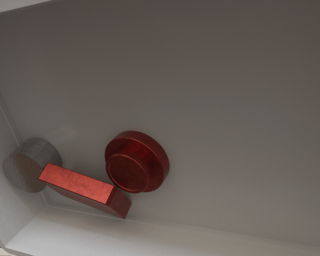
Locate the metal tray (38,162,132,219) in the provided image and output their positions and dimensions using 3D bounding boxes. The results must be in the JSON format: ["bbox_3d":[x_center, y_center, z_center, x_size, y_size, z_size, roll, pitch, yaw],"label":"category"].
[{"bbox_3d":[-0.119,0.103,0.503,0.130,0.030,0.090,15,155,19],"label":"metal tray"}]

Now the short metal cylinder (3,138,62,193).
[{"bbox_3d":[-0.220,0.065,0.536,0.080,0.050,0.079,6,119,11],"label":"short metal cylinder"}]

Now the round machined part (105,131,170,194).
[{"bbox_3d":[-0.039,0.056,0.452,0.098,0.042,0.097,13,124,20],"label":"round machined part"}]
